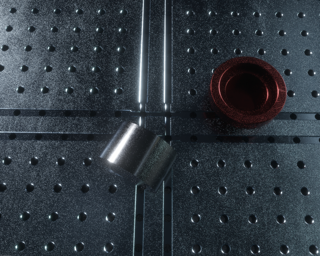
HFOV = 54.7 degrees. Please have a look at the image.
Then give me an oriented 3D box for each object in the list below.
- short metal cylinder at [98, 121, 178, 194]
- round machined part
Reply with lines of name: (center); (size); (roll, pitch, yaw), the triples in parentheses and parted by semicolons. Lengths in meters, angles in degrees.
short metal cylinder: (-0.026, 0.036, 0.369); (0.080, 0.080, 0.050); (29, 73, 9)
round machined part: (0.115, -0.044, 0.420); (0.099, 0.042, 0.098); (0, 70, -1)
